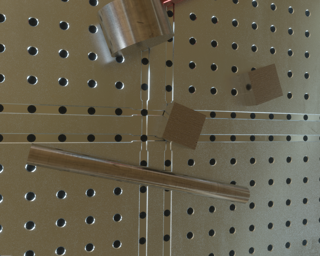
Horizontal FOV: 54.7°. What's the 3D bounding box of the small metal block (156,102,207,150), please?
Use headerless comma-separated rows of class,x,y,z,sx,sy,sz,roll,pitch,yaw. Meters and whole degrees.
small metal block,0.029,-0.002,0.423,0.050,0.025,0.050,22,83,-19

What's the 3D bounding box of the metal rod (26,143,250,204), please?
metal rod,-0.013,0.065,0.407,0.302,0.025,0.025,14,85,-20

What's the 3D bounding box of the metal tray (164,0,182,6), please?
metal tray,0.026,-0.225,0.418,0.131,0.030,0.090,-29,100,-18

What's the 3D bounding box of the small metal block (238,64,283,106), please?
small metal block,0.152,-0.065,0.468,0.050,0.025,0.050,-20,97,-19

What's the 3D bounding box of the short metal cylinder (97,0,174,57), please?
short metal cylinder,-0.029,-0.123,0.372,0.081,0.080,0.050,-21,98,-19
